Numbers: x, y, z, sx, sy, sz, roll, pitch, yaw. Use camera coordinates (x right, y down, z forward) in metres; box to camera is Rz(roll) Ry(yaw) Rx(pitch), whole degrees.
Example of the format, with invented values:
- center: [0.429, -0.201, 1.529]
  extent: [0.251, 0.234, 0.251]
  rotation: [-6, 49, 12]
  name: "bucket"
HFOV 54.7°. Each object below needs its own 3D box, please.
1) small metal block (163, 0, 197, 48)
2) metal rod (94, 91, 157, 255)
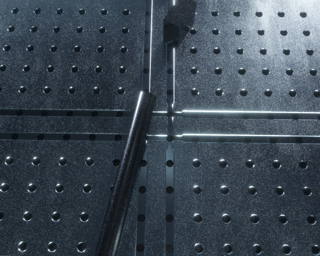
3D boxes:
- center: [0.029, -0.155, 0.455]
  extent: [0.025, 0.050, 0.050]
  rotation: [29, 73, 10]
  name: "small metal block"
- center: [-0.050, 0.093, 0.377]
  extent: [0.025, 0.025, 0.299]
  rotation: [12, 70, 4]
  name: "metal rod"
